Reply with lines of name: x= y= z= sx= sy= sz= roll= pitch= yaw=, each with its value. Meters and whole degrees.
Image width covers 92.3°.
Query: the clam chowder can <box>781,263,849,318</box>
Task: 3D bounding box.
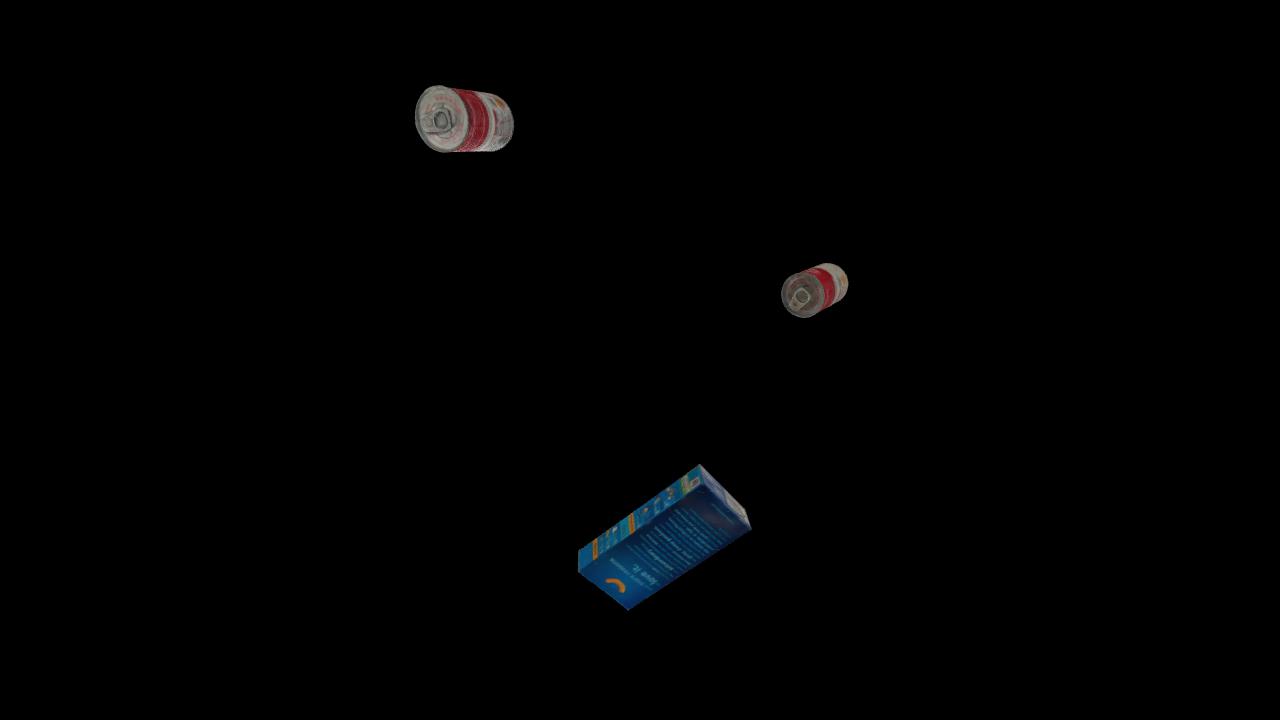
clam chowder can: x=0.268 y=-0.108 z=0.937 sx=0.068 sy=0.068 sz=0.102 roll=0 pitch=15 yaw=40

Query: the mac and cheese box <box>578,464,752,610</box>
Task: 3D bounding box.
mac and cheese box: x=0.026 y=0.206 z=0.703 sx=0.184 sy=0.093 sz=0.041 roll=-38 pitch=25 yaw=15

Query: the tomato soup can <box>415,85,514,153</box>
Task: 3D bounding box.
tomato soup can: x=-0.196 y=-0.272 z=0.700 sx=0.068 sy=0.068 sz=0.101 roll=0 pitch=18 yaw=20
